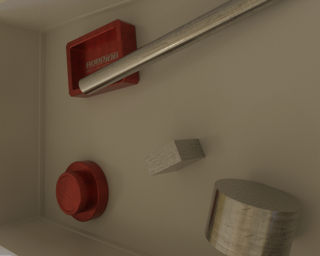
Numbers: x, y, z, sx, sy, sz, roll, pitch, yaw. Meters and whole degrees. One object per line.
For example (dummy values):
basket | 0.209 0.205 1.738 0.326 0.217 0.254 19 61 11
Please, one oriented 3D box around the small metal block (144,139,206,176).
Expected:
small metal block | 0.018 0.035 0.374 0.050 0.050 0.025 -31 71 35

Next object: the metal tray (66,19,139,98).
metal tray | -0.092 -0.101 0.476 0.130 0.030 0.089 -8 85 39

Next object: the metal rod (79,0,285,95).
metal rod | 0.017 -0.102 0.366 0.300 0.025 0.025 -19 78 30

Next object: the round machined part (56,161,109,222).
round machined part | -0.132 0.103 0.502 0.098 0.042 0.097 0 90 39

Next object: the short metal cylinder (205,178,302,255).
short metal cylinder | 0.088 0.086 0.298 0.080 0.081 0.050 17 101 38
